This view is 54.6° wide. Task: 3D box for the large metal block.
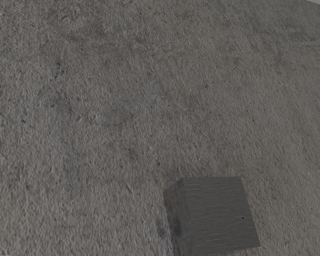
[{"bbox_3d":[0.057,0.103,0.355,0.081,0.050,0.080,4,60,-26],"label":"large metal block"}]
